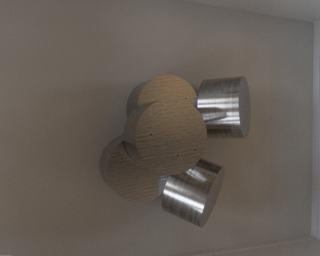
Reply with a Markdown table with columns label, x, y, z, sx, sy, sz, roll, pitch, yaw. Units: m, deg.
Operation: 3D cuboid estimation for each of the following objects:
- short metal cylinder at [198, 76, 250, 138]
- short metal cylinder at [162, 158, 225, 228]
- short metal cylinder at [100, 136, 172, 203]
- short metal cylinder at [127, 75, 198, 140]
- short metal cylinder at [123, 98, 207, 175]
| label | x | y | z | sx | sy | sz | roll | pitch | yaw |
| --- | --- | --- | --- | --- | --- | --- | --- | --- | --- |
| short metal cylinder | 0.086 | -0.026 | 0.407 | 0.080 | 0.050 | 0.079 | -2 | 90 | -64 |
| short metal cylinder | 0.043 | 0.077 | 0.390 | 0.050 | 0.080 | 0.080 | 19 | 82 | 22 |
| short metal cylinder | -0.030 | 0.048 | 0.386 | 0.081 | 0.050 | 0.079 | 0 | 90 | -21 |
| short metal cylinder | 0.003 | -0.025 | 0.397 | 0.081 | 0.050 | 0.079 | 0 | 90 | -21 |
| short metal cylinder | 0.005 | 0.009 | 0.344 | 0.081 | 0.050 | 0.079 | 0 | 90 | -21 |
